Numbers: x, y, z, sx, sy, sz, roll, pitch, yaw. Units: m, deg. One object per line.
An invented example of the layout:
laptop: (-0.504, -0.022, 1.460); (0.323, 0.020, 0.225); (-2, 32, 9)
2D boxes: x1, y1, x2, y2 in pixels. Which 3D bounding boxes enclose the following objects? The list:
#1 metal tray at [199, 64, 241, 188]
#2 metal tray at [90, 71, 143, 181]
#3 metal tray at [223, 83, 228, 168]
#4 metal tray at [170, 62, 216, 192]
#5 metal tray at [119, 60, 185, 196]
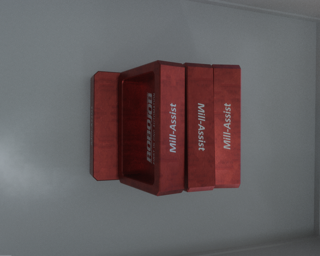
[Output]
metal tray: (0.065, -0.002, 0.363); (0.030, 0.090, 0.129); (0, 90, -6)
metal tray: (-0.040, -0.002, 0.390); (0.091, 0.030, 0.129); (1, 90, -20)
metal tray: (0.045, 0.000, 0.423); (0.091, 0.030, 0.129); (1, 90, -20)
metal tray: (0.026, 0.000, 0.350); (0.030, 0.090, 0.129); (0, 88, -20)
metal tray: (-0.012, 0.000, 0.335); (0.030, 0.090, 0.129); (0, 90, -33)
